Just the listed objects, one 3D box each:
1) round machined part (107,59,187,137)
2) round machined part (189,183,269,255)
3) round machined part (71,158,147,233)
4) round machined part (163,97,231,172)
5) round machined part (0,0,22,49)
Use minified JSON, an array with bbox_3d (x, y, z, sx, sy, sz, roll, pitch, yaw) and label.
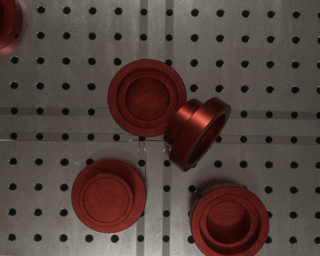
[{"bbox_3d":[-0.016,-0.037,0.405,0.099,0.042,0.097,0,90,-1],"label":"round machined part"},{"bbox_3d":[0.087,0.121,0.406,0.099,0.042,0.097,0,90,-1],"label":"round machined part"},{"bbox_3d":[-0.067,0.089,0.404,0.099,0.042,0.097,0,90,-1],"label":"round machined part"},{"bbox_3d":[0.042,0.003,0.381,0.042,0.098,0.098,36,90,19],"label":"round machined part"},{"bbox_3d":[-0.237,-0.152,0.402,0.099,0.042,0.097,0,90,-1],"label":"round machined part"}]
